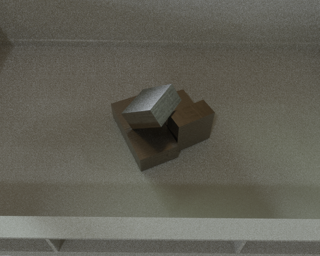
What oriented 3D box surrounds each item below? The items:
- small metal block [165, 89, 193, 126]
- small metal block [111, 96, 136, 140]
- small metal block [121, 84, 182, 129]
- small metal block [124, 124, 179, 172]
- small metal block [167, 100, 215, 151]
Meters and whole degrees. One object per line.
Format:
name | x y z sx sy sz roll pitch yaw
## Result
small metal block | 0.020 -0.021 0.421 0.050 0.025 0.050 -20 53 -16
small metal block | -0.032 -0.015 0.415 0.050 0.025 0.050 -20 53 -16
small metal block | -0.010 -0.026 0.376 0.050 0.025 0.050 -4 39 44
small metal block | -0.011 0.020 0.386 0.050 0.025 0.050 -20 53 -16
small metal block | 0.037 -0.002 0.389 0.050 0.050 0.025 -22 54 -19
